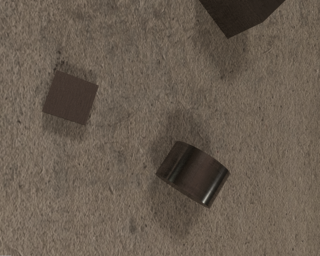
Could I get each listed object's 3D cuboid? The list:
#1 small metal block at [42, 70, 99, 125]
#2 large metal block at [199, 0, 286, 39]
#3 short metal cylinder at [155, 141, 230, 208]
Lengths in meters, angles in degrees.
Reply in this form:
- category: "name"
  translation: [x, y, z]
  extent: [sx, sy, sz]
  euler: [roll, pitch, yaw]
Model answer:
- category: "small metal block"
  translation: [-0.107, -0.035, 0.370]
  extent: [0.050, 0.025, 0.050]
  euler: [19, 83, -19]
- category: "large metal block"
  translation: [0.106, -0.178, 0.420]
  extent: [0.050, 0.080, 0.080]
  euler: [-45, 105, -14]
- category: "short metal cylinder"
  translation: [0.041, 0.060, 0.396]
  extent: [0.080, 0.080, 0.050]
  euler: [37, 78, -17]
